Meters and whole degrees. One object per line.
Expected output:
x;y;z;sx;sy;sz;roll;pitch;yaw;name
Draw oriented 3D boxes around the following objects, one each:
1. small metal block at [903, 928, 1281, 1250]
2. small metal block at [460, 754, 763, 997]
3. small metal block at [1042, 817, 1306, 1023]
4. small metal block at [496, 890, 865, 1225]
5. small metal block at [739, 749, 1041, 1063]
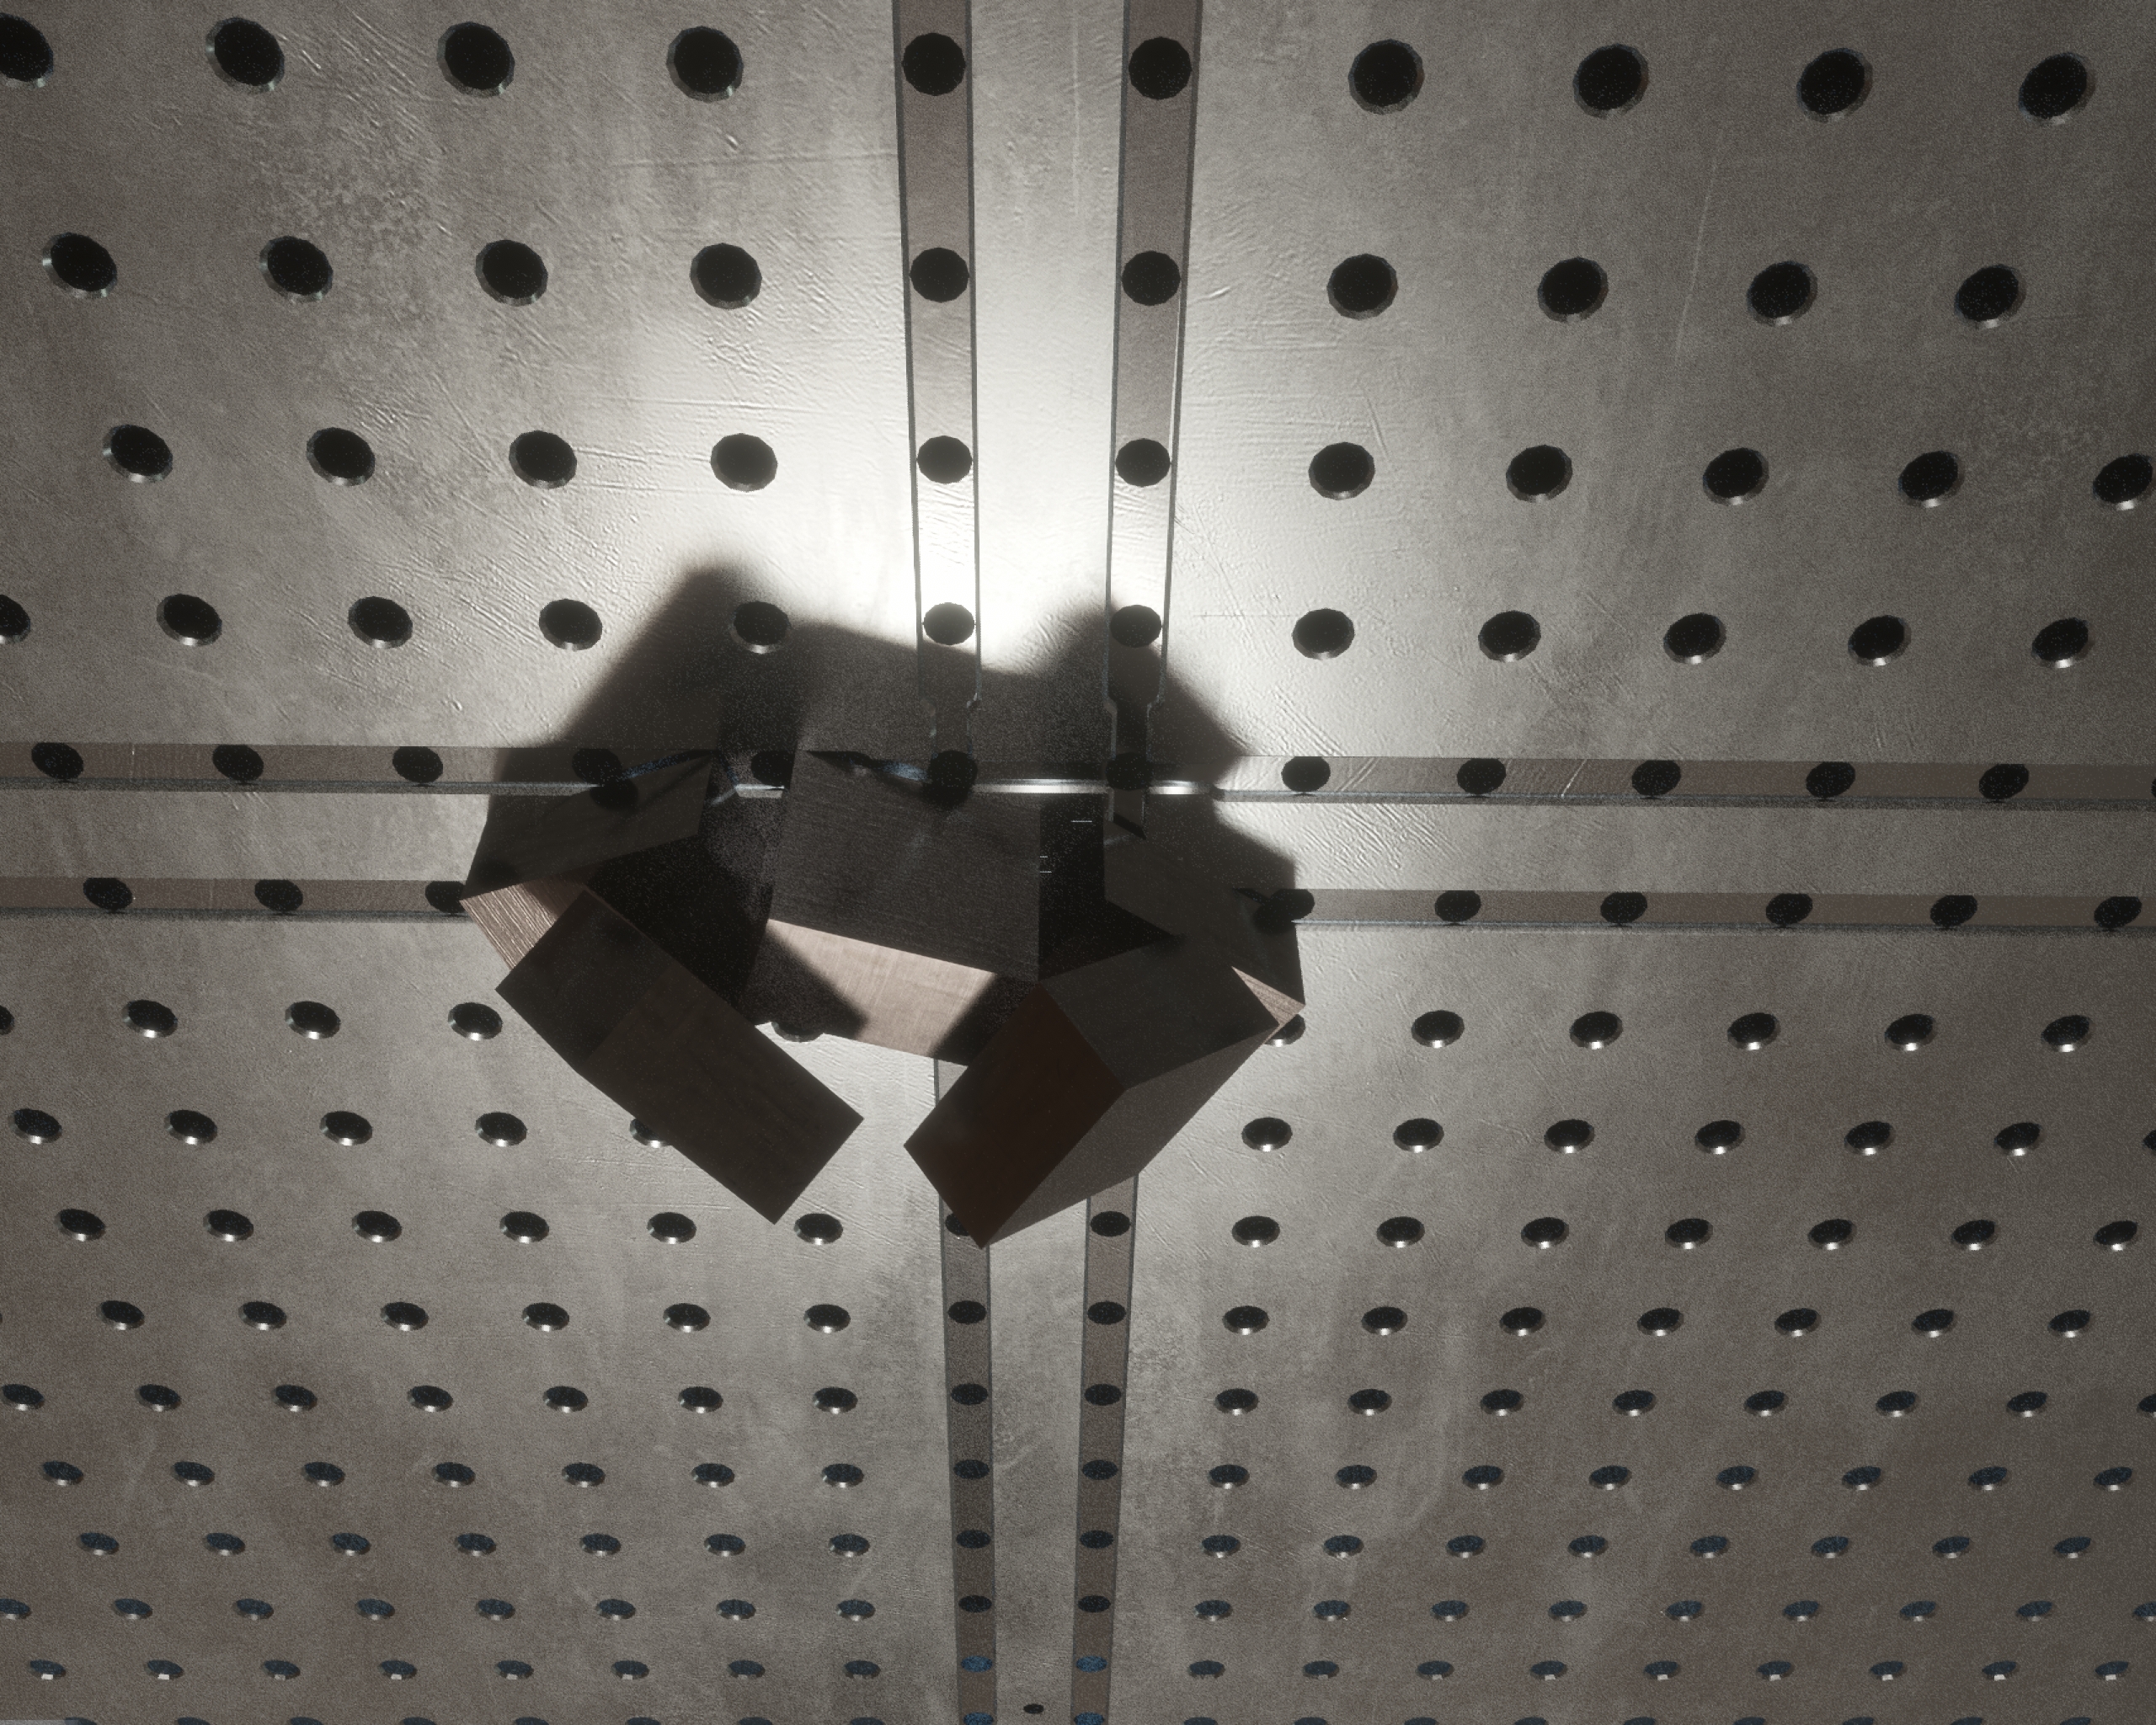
0.003;0.042;0.396;0.050;0.025;0.050;-15;150;-51;small metal block
-0.087;0.011;0.420;0.050;0.025;0.050;-15;129;12;small metal block
0.011;0.025;0.434;0.050;0.025;0.050;29;124;-23;small metal block
-0.075;0.035;0.388;0.025;0.050;0.050;-50;122;-10;small metal block
-0.035;0.009;0.402;0.050;0.050;0.025;14;129;-13;small metal block
